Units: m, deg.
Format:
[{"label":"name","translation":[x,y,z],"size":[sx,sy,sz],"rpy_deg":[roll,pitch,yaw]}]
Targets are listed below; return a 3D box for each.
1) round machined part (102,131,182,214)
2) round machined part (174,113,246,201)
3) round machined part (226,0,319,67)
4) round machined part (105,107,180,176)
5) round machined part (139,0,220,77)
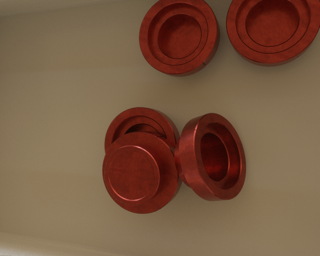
[{"label":"round machined part","translation":[-0.025,0.053,0.365],"size":[0.098,0.042,0.097],"rpy_deg":[0,90,19]},{"label":"round machined part","translation":[0.054,0.035,0.357],"size":[0.042,0.099,0.097],"rpy_deg":[-19,83,43]},{"label":"round machined part","translation":[0.129,-0.119,0.356],"size":[0.098,0.042,0.097],"rpy_deg":[0,90,19]},{"label":"round machined part","translation":[-0.019,0.022,0.407],"size":[0.098,0.042,0.097],"rpy_deg":[0,90,19]},{"label":"round machined part","translation":[0.027,-0.113,0.391],"size":[0.098,0.042,0.097],"rpy_deg":[0,90,19]}]
